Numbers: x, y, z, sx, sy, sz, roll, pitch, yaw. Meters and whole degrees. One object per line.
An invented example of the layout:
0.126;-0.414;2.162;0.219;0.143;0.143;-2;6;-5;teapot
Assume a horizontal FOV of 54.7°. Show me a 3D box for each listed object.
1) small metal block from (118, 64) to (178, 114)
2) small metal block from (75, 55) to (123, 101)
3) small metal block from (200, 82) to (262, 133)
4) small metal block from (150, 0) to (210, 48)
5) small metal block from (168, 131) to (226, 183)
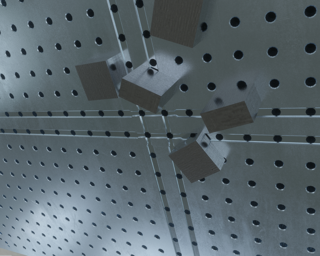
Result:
-0.013;-0.048;0.371;0.050;0.050;0.025;26;127;11;small metal block
-0.077;-0.066;0.409;0.050;0.025;0.050;-2;118;29;small metal block
0.079;-0.022;0.339;0.050;0.050;0.025;-16;110;34;small metal block
0.021;-0.118;0.326;0.050;0.025;0.050;21;126;15;small metal block
0.049;0.039;0.409;0.050;0.025;0.050;-33;100;38;small metal block
